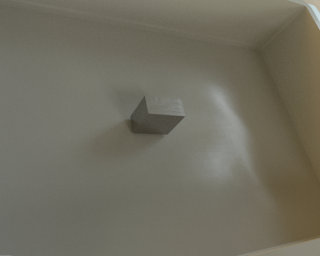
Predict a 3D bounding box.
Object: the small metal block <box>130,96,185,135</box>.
[{"bbox_3d":[-0.004,-0.015,0.393,0.050,0.050,0.025,3,60,-27],"label":"small metal block"}]
